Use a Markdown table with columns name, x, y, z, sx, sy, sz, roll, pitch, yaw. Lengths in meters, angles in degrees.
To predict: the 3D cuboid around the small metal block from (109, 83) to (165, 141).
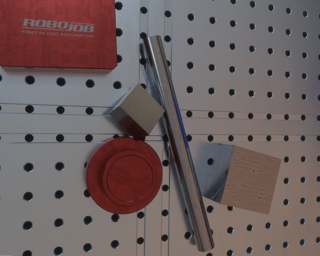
| name | x | y | z | sx | sy | sz | roll | pitch | yaw |
| --- | --- | --- | --- | --- | --- | --- | --- | --- | --- |
| small metal block | -0.028 | -0.020 | 0.392 | 0.050 | 0.025 | 0.050 | 45 | 47 | -14 |

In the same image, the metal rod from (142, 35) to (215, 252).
| name | x | y | z | sx | sy | sz | roll | pitch | yaw |
| --- | --- | --- | --- | --- | --- | --- | --- | --- | --- |
| metal rod | 0.027 | 0.025 | 0.423 | 0.025 | 0.025 | 0.298 | -17 | 96 | -20 |

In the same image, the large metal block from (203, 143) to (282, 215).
| name | x | y | z | sx | sy | sz | roll | pitch | yaw |
| --- | --- | --- | --- | --- | --- | --- | --- | --- | --- |
| large metal block | 0.117 | 0.072 | 0.444 | 0.081 | 0.050 | 0.080 | 17 | 84 | -20 |

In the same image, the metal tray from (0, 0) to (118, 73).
| name | x | y | z | sx | sy | sz | roll | pitch | yaw |
| --- | --- | --- | --- | --- | --- | --- | --- | --- | --- |
| metal tray | -0.119 | -0.113 | 0.366 | 0.131 | 0.030 | 0.089 | -2 | 91 | -21 |

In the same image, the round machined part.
| name | x | y | z | sx | sy | sz | roll | pitch | yaw |
| --- | --- | --- | --- | --- | --- | --- | --- | --- | --- |
| round machined part | -0.042 | 0.060 | 0.389 | 0.099 | 0.042 | 0.097 | 0 | 90 | -21 |
